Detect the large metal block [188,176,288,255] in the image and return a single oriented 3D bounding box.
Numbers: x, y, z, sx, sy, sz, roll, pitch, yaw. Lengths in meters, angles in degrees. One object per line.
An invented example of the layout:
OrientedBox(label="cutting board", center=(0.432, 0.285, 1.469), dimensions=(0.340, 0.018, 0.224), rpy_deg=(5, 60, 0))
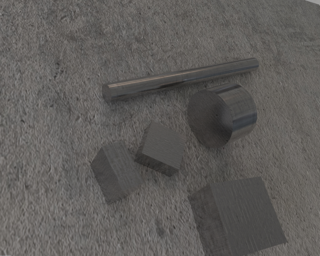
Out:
OrientedBox(label="large metal block", center=(0.090, 0.108, 0.370), dimensions=(0.081, 0.050, 0.080), rpy_deg=(-2, 63, -29))

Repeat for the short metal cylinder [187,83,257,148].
OrientedBox(label="short metal cylinder", center=(0.084, -0.018, 0.424), dimensions=(0.050, 0.080, 0.080), rpy_deg=(-19, 72, -35))

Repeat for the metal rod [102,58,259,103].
OrientedBox(label="metal rod", center=(0.051, -0.080, 0.479), dimensions=(0.302, 0.025, 0.025), rpy_deg=(-17, 71, -35))

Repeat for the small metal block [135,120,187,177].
OrientedBox(label="small metal block", center=(0.002, 0.026, 0.389), dimensions=(0.050, 0.025, 0.050), rpy_deg=(26, 53, -13))

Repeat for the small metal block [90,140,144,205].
OrientedBox(label="small metal block", center=(-0.048, 0.049, 0.332), dimensions=(0.025, 0.050, 0.050), rpy_deg=(-17, 71, -35))
